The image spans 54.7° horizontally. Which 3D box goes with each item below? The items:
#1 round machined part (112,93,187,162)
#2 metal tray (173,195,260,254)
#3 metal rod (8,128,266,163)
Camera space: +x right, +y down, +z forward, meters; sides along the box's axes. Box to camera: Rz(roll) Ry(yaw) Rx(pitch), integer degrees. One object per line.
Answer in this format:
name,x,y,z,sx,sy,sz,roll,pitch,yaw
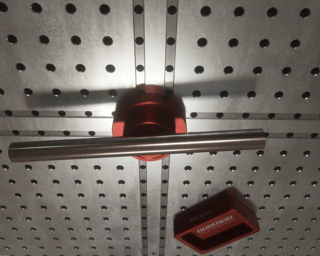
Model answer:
round machined part,-0.014,0.006,0.406,0.099,0.042,0.097,-1,130,0
metal tray,0.101,0.179,0.562,0.130,0.030,0.090,-34,123,25
metal rod,-0.029,0.021,0.374,0.302,0.025,0.025,-3,130,2
